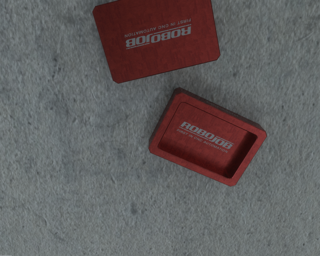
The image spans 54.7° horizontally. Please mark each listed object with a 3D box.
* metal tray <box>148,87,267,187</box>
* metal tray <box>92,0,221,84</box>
[{"bbox_3d":[0.061,0.014,0.412,0.131,0.030,0.089,24,108,-9],"label":"metal tray"},{"bbox_3d":[-0.002,-0.112,0.366,0.131,0.030,0.089,-13,110,4],"label":"metal tray"}]
